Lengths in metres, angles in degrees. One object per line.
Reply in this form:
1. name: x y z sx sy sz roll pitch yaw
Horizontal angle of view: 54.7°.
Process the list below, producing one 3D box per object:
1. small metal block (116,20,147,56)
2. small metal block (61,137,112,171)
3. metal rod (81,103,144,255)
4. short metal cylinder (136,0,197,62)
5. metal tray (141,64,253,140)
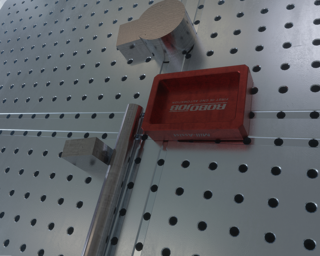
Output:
1. small metal block: -0.044 -0.156 0.527 0.050 0.025 0.050 -10 57 23
2. small metal block: -0.095 0.036 0.420 0.050 0.050 0.025 -7 59 25
3. metal rod: -0.067 0.103 0.380 0.025 0.025 0.300 -1 61 28
4. short metal cylinder: 0.010 -0.150 0.479 0.080 0.050 0.080 -13 56 21
5. metal tray: 0.048 -0.031 0.398 0.130 0.030 0.090 -1 61 27
